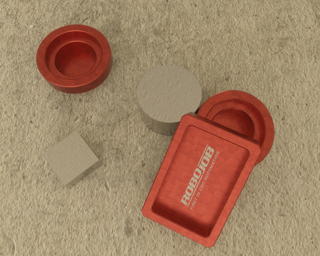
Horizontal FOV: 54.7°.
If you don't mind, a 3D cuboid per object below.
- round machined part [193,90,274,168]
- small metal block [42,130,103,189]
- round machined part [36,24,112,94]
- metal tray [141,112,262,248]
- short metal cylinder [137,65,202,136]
[{"bbox_3d":[0.088,0.004,0.391,0.099,0.042,0.097,1,82,-6],"label":"round machined part"},{"bbox_3d":[-0.110,0.040,0.392,0.050,0.025,0.050,-37,75,-13],"label":"small metal block"},{"bbox_3d":[-0.115,-0.091,0.431,0.099,0.042,0.098,0,70,-1],"label":"round machined part"},{"bbox_3d":[0.045,0.058,0.352,0.090,0.030,0.129,24,102,8],"label":"metal tray"},{"bbox_3d":[0.012,-0.035,0.408,0.081,0.050,0.080,0,70,0],"label":"short metal cylinder"}]
